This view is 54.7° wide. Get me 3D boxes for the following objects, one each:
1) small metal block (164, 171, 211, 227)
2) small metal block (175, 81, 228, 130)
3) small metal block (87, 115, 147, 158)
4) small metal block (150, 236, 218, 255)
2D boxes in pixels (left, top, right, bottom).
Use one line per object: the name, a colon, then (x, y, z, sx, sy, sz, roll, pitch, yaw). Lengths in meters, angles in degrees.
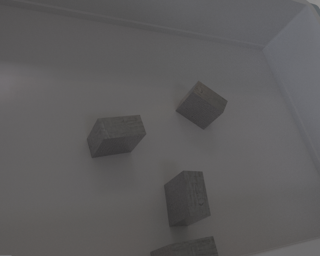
small metal block: (0.030, 0.082, 0.355, 0.025, 0.050, 0.050, 7, 59, -25)
small metal block: (0.058, -0.031, 0.440, 0.050, 0.050, 0.025, 34, 51, -6)
small metal block: (-0.051, 0.010, 0.356, 0.050, 0.050, 0.025, -6, 65, -31)
small metal block: (0.025, 0.134, 0.321, 0.050, 0.050, 0.025, 1, 62, -28)
